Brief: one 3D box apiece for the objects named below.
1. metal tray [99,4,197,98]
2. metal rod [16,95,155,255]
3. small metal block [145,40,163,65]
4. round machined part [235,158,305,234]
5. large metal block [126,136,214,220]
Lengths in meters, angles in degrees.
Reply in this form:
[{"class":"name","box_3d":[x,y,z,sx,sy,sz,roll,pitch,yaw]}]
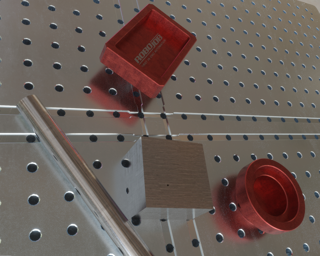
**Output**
[{"class":"metal tray","box_3d":[-0.012,-0.112,0.436,0.090,0.030,0.130,36,51,-5]},{"class":"metal rod","box_3d":[-0.056,0.087,0.325,0.025,0.025,0.300,-32,80,-38]},{"class":"small metal block","box_3d":[-0.010,-0.106,0.469,0.050,0.025,0.050,36,51,-5]},{"class":"round machined part","box_3d":[0.143,0.094,0.419,0.099,0.042,0.098,14,56,-21]},{"class":"large metal block","box_3d":[0.009,0.061,0.361,0.081,0.050,0.080,8,58,-24]}]
